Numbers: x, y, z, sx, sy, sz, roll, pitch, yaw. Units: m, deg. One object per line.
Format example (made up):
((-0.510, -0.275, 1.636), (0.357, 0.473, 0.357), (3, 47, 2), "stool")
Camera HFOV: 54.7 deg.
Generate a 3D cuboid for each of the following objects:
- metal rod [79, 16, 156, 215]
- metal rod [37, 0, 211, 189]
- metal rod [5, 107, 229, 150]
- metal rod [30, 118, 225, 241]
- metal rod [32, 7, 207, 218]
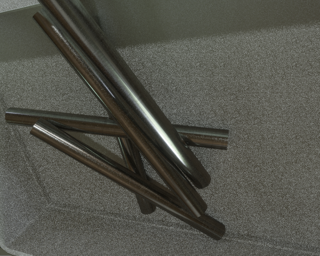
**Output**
((-0.053, -0.001, 0.434), (0.025, 0.025, 0.298), (-1, 118, 28), "metal rod")
((-0.015, -0.019, 0.318), (0.025, 0.025, 0.300), (-8, 139, 31), "metal rod")
((-0.064, -0.001, 0.406), (0.301, 0.025, 0.025), (6, 122, 12), "metal rod")
((-0.036, 0.076, 0.429), (0.301, 0.025, 0.025), (32, 130, -11), "metal rod")
((-0.036, -0.007, 0.364), (0.025, 0.025, 0.300), (-25, 110, 36), "metal rod")
